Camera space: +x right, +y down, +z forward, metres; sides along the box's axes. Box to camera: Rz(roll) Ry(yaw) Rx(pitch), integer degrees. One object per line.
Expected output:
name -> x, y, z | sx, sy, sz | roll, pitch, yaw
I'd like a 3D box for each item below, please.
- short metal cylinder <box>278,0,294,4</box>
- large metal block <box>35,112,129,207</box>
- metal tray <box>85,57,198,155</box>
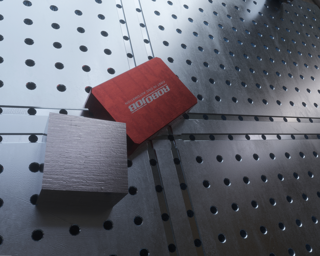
short metal cylinder -> 0.306, -0.351, 0.752 | 0.050, 0.080, 0.080 | 19, 55, -18
large metal block -> -0.081, 0.036, 0.326 | 0.081, 0.050, 0.080 | 8, 58, -24
metal tray -> -0.021, -0.035, 0.415 | 0.090, 0.030, 0.131 | 49, 51, 6
